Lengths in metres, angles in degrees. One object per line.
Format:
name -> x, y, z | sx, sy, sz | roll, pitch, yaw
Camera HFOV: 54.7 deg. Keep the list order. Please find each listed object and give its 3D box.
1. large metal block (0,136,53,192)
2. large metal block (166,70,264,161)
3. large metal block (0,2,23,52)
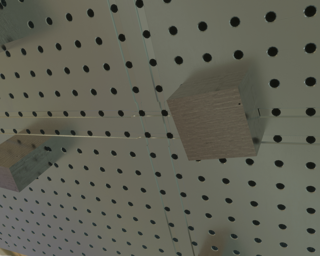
large metal block -> -0.253, 0.061, 0.544 | 0.080, 0.080, 0.050 | 7, 121, 24
large metal block -> 0.065, -0.012, 0.353 | 0.080, 0.050, 0.080 | -8, 115, 31
large metal block -> -0.254, -0.139, 0.420 | 0.050, 0.080, 0.080 | -17, 110, 34
